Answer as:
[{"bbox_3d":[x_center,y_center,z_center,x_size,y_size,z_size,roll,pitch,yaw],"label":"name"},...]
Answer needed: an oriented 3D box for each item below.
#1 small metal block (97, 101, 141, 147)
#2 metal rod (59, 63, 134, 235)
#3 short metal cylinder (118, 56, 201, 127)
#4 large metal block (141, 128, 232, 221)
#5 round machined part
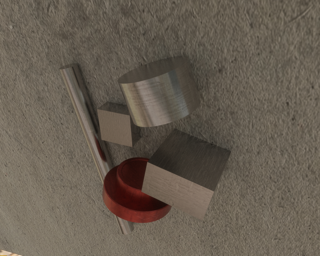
[{"bbox_3d":[-0.056,-0.006,0.431,0.050,0.025,0.050,12,123,21],"label":"small metal block"},{"bbox_3d":[-0.091,0.047,0.481,0.025,0.025,0.298,0,119,28],"label":"metal rod"},{"bbox_3d":[0.000,-0.042,0.344,0.080,0.080,0.050,-5,116,30],"label":"short metal cylinder"},{"bbox_3d":[0.034,0.054,0.386,0.080,0.080,0.050,22,127,14],"label":"large metal block"},{"bbox_3d":[-0.026,0.076,0.420,0.098,0.098,0.042,22,122,15],"label":"round machined part"}]
